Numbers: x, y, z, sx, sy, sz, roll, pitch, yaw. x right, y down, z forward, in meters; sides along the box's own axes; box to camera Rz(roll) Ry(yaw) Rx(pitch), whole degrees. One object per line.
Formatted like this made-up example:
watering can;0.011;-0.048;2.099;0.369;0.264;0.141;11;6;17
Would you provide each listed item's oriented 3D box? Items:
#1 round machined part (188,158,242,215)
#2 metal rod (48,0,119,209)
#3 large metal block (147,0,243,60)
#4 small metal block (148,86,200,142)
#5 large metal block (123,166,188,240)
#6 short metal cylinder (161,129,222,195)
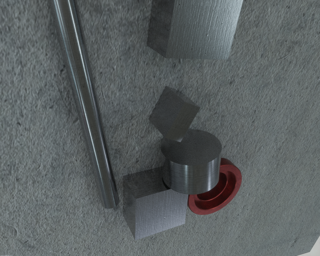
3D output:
round machined part;0.078;0.087;0.495;0.099;0.042;0.097;-14;125;-21
metal rod;-0.081;-0.020;0.351;0.025;0.025;0.298;-18;126;-18
large metal block;0.037;-0.122;0.337;0.081;0.050;0.079;-5;121;-26
small metal block;0.017;-0.018;0.390;0.025;0.050;0.050;17;109;-35
large metal block;-0.007;0.107;0.454;0.081;0.050;0.079;-11;123;-23
short metal cylinder;0.042;0.044;0.424;0.081;0.080;0.050;-17;125;-19
